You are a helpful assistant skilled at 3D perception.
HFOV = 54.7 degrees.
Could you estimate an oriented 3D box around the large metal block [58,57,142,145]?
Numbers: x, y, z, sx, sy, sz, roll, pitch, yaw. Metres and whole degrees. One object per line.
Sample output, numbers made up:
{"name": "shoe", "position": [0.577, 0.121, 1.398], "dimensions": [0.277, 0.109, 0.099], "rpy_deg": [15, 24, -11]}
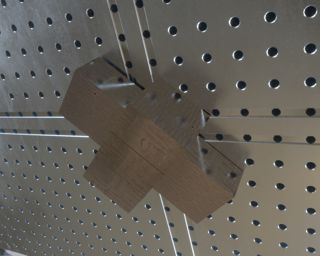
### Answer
{"name": "large metal block", "position": [-0.077, -0.032, 0.410], "dimensions": [0.080, 0.050, 0.080], "rpy_deg": [38, 130, 2]}

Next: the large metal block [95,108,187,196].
{"name": "large metal block", "position": [-0.021, 0.025, 0.402], "dimensions": [0.080, 0.080, 0.050], "rpy_deg": [39, 129, 1]}

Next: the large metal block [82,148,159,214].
{"name": "large metal block", "position": [-0.045, 0.056, 0.433], "dimensions": [0.080, 0.080, 0.050], "rpy_deg": [39, 129, 1]}

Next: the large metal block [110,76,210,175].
{"name": "large metal block", "position": [0.003, -0.005, 0.370], "dimensions": [0.080, 0.080, 0.050], "rpy_deg": [39, 129, 1]}

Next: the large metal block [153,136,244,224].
{"name": "large metal block", "position": [0.048, 0.068, 0.411], "dimensions": [0.080, 0.050, 0.080], "rpy_deg": [39, 130, 1]}
